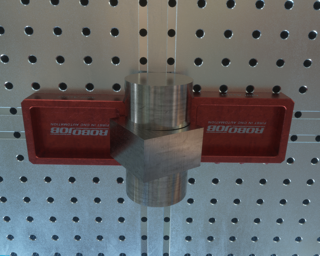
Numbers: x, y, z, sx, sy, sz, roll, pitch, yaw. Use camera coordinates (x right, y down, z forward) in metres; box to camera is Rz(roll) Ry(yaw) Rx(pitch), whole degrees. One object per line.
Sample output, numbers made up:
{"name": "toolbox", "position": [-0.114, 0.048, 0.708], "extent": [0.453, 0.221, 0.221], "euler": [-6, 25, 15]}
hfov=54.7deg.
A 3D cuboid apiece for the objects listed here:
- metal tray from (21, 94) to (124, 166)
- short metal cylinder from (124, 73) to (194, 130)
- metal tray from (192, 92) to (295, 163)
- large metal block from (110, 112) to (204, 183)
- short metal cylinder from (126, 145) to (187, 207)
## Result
{"name": "metal tray", "position": [-0.107, 0.003, 0.410], "extent": [0.131, 0.030, 0.089], "euler": [1, 110, -1]}
{"name": "short metal cylinder", "position": [-0.002, -0.035, 0.371], "extent": [0.081, 0.080, 0.050], "euler": [1, 110, -1]}
{"name": "metal tray", "position": [0.102, 0.000, 0.411], "extent": [0.131, 0.030, 0.089], "euler": [1, 110, -1]}
{"name": "large metal block", "position": [-0.006, 0.017, 0.375], "extent": [0.081, 0.080, 0.050], "euler": [-11, 114, -33]}
{"name": "short metal cylinder", "position": [-0.004, 0.059, 0.405], "extent": [0.081, 0.080, 0.050], "euler": [2, 110, -1]}
